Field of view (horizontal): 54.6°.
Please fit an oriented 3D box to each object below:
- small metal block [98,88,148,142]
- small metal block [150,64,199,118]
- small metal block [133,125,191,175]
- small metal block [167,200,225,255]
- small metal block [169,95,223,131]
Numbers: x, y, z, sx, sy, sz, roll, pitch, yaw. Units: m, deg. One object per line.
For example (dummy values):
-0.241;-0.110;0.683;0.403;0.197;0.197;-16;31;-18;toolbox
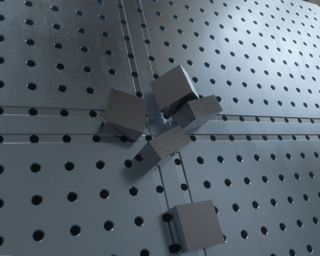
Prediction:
-0.046;-0.017;0.393;0.050;0.025;0.050;19;55;-17;small metal block
0.020;-0.051;0.426;0.025;0.050;0.050;37;28;-54;small metal block
0.002;0.027;0.376;0.050;0.050;0.025;-28;77;-37;small metal block
0.041;0.114;0.360;0.050;0.025;0.050;-1;62;-29;small metal block
0.049;-0.019;0.428;0.050;0.050;0.025;-17;75;-35;small metal block
